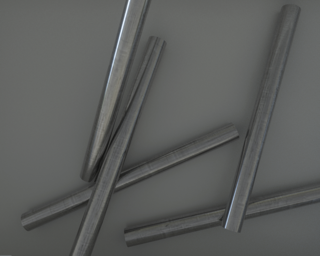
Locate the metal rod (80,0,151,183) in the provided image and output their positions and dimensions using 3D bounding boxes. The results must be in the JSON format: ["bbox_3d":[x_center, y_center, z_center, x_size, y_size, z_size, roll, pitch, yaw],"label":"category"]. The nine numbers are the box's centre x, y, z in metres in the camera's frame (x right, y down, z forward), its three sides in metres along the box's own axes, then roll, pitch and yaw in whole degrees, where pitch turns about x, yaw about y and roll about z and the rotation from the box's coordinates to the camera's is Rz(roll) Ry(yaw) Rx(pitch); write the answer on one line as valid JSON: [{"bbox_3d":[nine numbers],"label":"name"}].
[{"bbox_3d":[-0.047,-0.062,0.350,0.025,0.025,0.298,20,115,-1],"label":"metal rod"}]

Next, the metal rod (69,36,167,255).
[{"bbox_3d":[-0.051,0.024,0.391,0.025,0.025,0.299,19,82,-1],"label":"metal rod"}]

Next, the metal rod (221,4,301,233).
[{"bbox_3d":[0.132,-0.017,0.399,0.025,0.025,0.299,17,84,-1],"label":"metal rod"}]

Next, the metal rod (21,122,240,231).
[{"bbox_3d":[-0.038,0.064,0.410,0.301,0.025,0.025,-24,90,-1],"label":"metal rod"}]

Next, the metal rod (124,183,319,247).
[{"bbox_3d":[0.103,0.112,0.412,0.302,0.025,0.025,-13,90,-1],"label":"metal rod"}]
